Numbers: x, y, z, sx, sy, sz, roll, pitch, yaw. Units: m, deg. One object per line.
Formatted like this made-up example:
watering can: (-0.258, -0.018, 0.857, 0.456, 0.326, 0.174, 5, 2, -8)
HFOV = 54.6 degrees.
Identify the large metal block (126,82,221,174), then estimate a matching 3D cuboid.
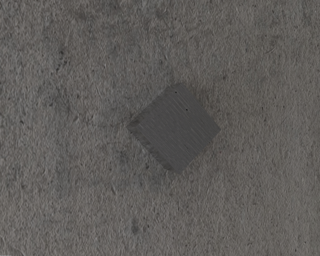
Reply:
large metal block: (0.017, 0.000, 0.402, 0.080, 0.050, 0.080, -45, 104, -14)
